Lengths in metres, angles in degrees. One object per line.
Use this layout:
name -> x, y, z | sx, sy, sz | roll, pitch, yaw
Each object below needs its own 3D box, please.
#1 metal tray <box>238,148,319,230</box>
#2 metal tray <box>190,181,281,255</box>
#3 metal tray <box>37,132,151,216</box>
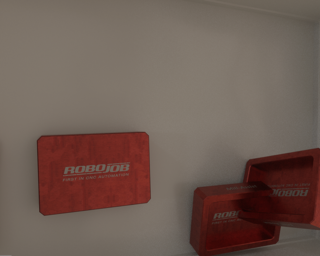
metal tray -> 0.162, 0.081, 0.407 | 0.030, 0.130, 0.090 | 24, 69, -19
metal tray -> 0.110, 0.126, 0.438 | 0.131, 0.030, 0.089 | -2, 104, -19
metal tray -> -0.079, 0.051, 0.380 | 0.131, 0.030, 0.089 | -2, 91, -21
